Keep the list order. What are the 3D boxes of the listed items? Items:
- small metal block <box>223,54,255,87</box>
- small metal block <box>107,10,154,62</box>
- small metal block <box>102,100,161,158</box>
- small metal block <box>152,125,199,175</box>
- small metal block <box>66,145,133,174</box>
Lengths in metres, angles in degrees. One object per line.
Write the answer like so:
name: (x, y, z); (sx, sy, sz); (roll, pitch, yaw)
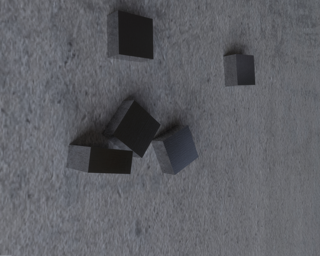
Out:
small metal block: (0.134, -0.096, 0.520); (0.050, 0.025, 0.050); (-8, 95, -40)
small metal block: (-0.036, -0.109, 0.376); (0.050, 0.025, 0.050); (-2, 92, -40)
small metal block: (-0.034, 0.002, 0.378); (0.050, 0.025, 0.050); (43, 64, -32)
small metal block: (0.021, 0.029, 0.425); (0.050, 0.025, 0.050); (-32, 110, -36)
small metal block: (-0.066, 0.034, 0.335); (0.050, 0.050, 0.025); (9, 84, -40)
